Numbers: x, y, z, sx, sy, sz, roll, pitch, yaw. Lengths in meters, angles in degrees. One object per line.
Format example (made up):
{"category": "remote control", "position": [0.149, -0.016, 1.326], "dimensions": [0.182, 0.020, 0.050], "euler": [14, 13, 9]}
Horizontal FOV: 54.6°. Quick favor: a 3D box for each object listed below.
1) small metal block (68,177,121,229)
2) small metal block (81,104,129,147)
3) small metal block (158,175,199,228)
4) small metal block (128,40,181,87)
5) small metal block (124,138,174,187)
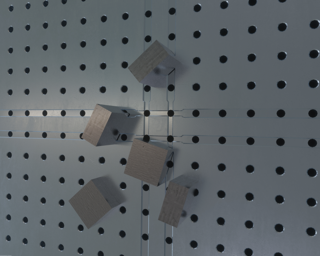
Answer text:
{"category": "small metal block", "position": [-0.094, 0.107, 0.447], "dimensions": [0.050, 0.025, 0.050], "euler": [-43, 77, 15]}
{"category": "small metal block", "position": [-0.074, -0.004, 0.426], "dimensions": [0.025, 0.050, 0.050], "euler": [29, 100, 18]}
{"category": "small metal block", "position": [0.024, 0.091, 0.391], "dimensions": [0.025, 0.050, 0.050], "euler": [18, 96, 19]}
{"category": "small metal block", "position": [-0.006, -0.082, 0.402], "dimensions": [0.050, 0.050, 0.025], "euler": [-41, 77, 15]}
{"category": "small metal block", "position": [-0.015, 0.045, 0.418], "dimensions": [0.050, 0.025, 0.050], "euler": [18, 96, 19]}
